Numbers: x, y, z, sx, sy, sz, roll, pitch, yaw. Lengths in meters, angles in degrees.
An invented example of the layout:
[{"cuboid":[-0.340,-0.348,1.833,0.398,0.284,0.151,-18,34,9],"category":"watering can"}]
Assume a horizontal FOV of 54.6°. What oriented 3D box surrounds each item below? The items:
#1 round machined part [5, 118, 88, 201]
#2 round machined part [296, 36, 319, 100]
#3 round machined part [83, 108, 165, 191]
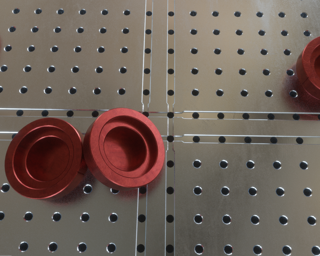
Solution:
[{"cuboid":[-0.133,0.040,0.382,0.098,0.042,0.098,-3,72,9],"category":"round machined part"},{"cuboid":[0.239,-0.078,0.432,0.099,0.042,0.098,0,70,0],"category":"round machined part"},{"cuboid":[-0.046,0.028,0.377,0.099,0.042,0.098,15,62,-29],"category":"round machined part"}]
